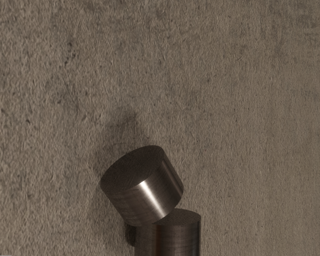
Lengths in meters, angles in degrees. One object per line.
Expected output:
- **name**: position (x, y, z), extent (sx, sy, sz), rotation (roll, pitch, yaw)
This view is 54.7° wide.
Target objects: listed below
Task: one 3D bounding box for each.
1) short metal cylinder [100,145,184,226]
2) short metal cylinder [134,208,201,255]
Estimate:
- **short metal cylinder**: position (-0.020, 0.064, 0.354), extent (0.080, 0.080, 0.050), rotation (-44, 117, -31)
- **short metal cylinder**: position (0.010, 0.132, 0.379), extent (0.081, 0.080, 0.050), rotation (2, 89, -40)
